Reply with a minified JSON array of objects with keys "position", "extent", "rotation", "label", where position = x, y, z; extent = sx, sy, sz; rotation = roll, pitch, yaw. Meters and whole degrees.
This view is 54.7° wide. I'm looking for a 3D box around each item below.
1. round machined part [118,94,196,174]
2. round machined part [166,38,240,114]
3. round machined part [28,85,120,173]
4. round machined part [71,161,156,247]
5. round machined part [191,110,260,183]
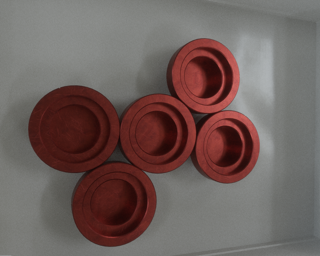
[{"position":[-0.007,0.007,0.395],"extent":[0.099,0.042,0.097],"rotation":[0,90,-20],"label":"round machined part"},{"position":[0.054,-0.067,0.419],"extent":[0.099,0.042,0.097],"rotation":[0,90,-20],"label":"round machined part"},{"position":[-0.100,0.001,0.362],"extent":[0.099,0.042,0.097],"rotation":[0,90,-20],"label":"round machined part"},{"position":[-0.057,0.088,0.377],"extent":[0.099,0.042,0.097],"rotation":[0,90,-20],"label":"round machined part"},{"position":[0.085,0.025,0.430],"extent":[0.099,0.042,0.097],"rotation":[0,90,-20],"label":"round machined part"}]
